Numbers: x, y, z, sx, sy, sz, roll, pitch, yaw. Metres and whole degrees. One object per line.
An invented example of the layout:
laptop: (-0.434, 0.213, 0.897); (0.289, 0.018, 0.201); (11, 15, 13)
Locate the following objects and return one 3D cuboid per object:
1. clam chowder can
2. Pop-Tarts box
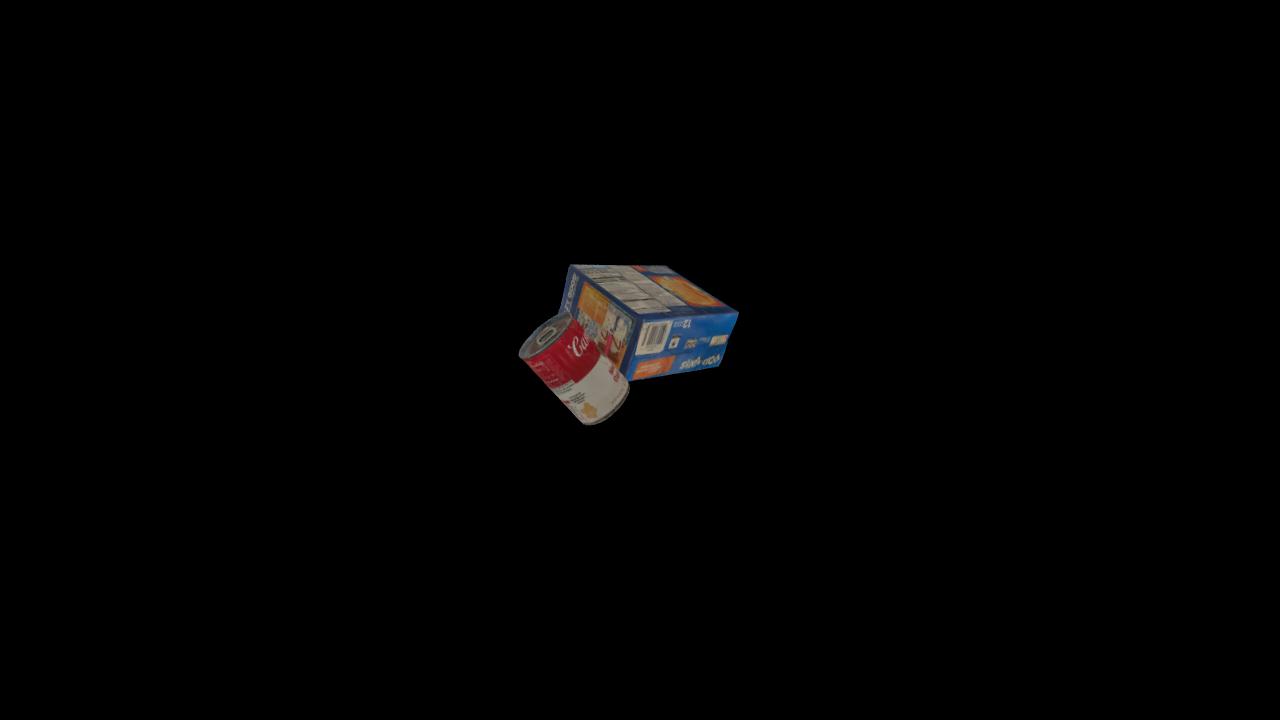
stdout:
clam chowder can: (-0.066, 0.010, 0.630); (0.068, 0.102, 0.068); (-32, 25, 16)
Pop-Tarts box: (0.009, -0.051, 0.750); (0.167, 0.083, 0.141); (-8, 36, -44)
